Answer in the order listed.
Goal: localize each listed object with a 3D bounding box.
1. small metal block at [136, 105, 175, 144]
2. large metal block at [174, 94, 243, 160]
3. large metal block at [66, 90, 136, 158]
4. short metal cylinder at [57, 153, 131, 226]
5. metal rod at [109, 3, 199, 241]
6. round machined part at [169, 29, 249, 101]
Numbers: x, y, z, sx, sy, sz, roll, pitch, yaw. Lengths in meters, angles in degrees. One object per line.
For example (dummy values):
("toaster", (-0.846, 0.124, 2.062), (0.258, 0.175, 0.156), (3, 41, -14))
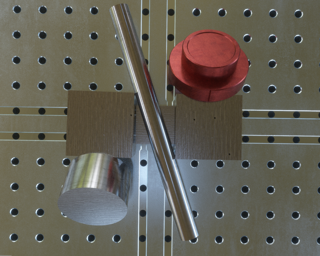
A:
("small metal block", (-0.006, -0.004, 0.414), (0.050, 0.025, 0.050), (1, 90, 0))
("large metal block", (0.060, -0.001, 0.402), (0.081, 0.050, 0.079), (1, 90, 0))
("large metal block", (-0.073, -0.005, 0.401), (0.081, 0.050, 0.079), (2, 90, 0))
("short metal cylinder", (-0.078, 0.076, 0.379), (0.080, 0.050, 0.079), (1, 133, 1))
("metal rod", (-0.007, -0.007, 0.387), (0.025, 0.025, 0.298), (-17, 90, 0))
("round machined part", (0.060, -0.083, 0.381), (0.099, 0.042, 0.098), (1, 55, -1))
